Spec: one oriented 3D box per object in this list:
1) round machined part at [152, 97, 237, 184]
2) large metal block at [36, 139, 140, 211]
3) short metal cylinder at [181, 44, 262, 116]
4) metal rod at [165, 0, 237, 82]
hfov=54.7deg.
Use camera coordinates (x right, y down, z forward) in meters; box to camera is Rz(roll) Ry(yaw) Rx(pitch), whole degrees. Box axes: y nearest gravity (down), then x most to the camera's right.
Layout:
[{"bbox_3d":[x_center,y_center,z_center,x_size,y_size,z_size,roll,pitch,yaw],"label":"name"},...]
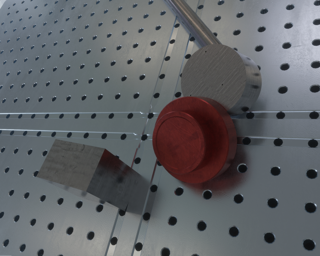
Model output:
[{"bbox_3d":[0.031,0.014,0.343,0.098,0.042,0.097,5,98,37],"label":"round machined part"},{"bbox_3d":[-0.086,0.058,0.382,0.080,0.080,0.050,7,66,31],"label":"large metal block"},{"bbox_3d":[0.072,-0.054,0.366,0.080,0.050,0.079,0,90,36],"label":"short metal cylinder"},{"bbox_3d":[0.050,-0.165,0.482,0.025,0.025,0.300,-32,52,8],"label":"metal rod"}]
